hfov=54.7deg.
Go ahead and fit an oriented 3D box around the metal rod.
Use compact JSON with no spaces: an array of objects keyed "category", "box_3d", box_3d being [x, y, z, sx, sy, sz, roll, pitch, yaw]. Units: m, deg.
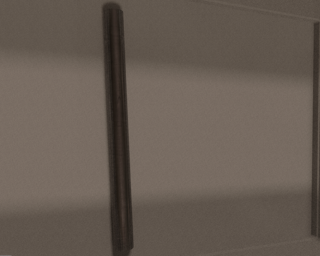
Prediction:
[{"category":"metal rod","box_3d":[-0.052,0.003,0.391,0.025,0.025,0.298,-3,91,-20]}]
